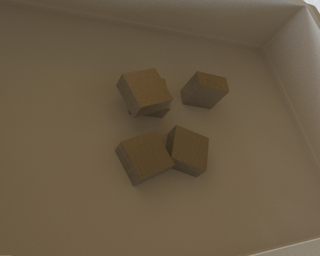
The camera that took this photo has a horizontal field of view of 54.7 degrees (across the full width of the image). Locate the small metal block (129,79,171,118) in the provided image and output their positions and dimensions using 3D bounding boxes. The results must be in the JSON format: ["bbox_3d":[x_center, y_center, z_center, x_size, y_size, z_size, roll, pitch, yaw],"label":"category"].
[{"bbox_3d":[-0.017,-0.044,0.425,0.050,0.025,0.050,6,59,-26],"label":"small metal block"}]

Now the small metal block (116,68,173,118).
[{"bbox_3d":[-0.020,-0.045,0.392,0.050,0.025,0.050,-18,72,-35],"label":"small metal block"}]

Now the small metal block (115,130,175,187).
[{"bbox_3d":[-0.019,0.036,0.375,0.050,0.025,0.050,-19,72,-36],"label":"small metal block"}]

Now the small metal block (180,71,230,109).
[{"bbox_3d":[0.066,-0.055,0.461,0.050,0.050,0.025,8,58,-24],"label":"small metal block"}]

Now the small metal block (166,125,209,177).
[{"bbox_3d":[0.035,0.031,0.407,0.050,0.025,0.050,22,53,-16],"label":"small metal block"}]
